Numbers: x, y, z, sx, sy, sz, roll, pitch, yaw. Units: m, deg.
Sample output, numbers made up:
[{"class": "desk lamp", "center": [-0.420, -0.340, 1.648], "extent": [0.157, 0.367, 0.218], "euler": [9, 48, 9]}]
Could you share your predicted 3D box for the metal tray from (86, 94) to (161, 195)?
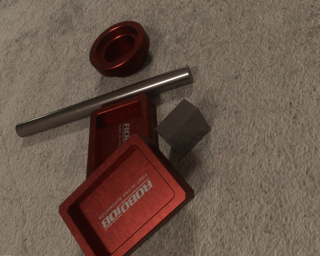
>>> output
[{"class": "metal tray", "center": [-0.049, 0.025, 0.409], "extent": [0.090, 0.030, 0.130], "euler": [-16, 55, 18]}]

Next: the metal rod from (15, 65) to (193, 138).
[{"class": "metal rod", "center": [-0.096, -0.035, 0.473], "extent": [0.301, 0.025, 0.025], "euler": [-16, 55, 18]}]

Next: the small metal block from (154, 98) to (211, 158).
[{"class": "small metal block", "center": [0.029, 0.001, 0.371], "extent": [0.050, 0.050, 0.025], "euler": [-46, 51, -4]}]

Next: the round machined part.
[{"class": "round machined part", "center": [-0.060, -0.120, 0.496], "extent": [0.098, 0.042, 0.098], "euler": [-13, 56, 20]}]

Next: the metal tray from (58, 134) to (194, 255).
[{"class": "metal tray", "center": [-0.039, 0.081, 0.339], "extent": [0.130, 0.030, 0.090], "euler": [-44, 69, 9]}]
